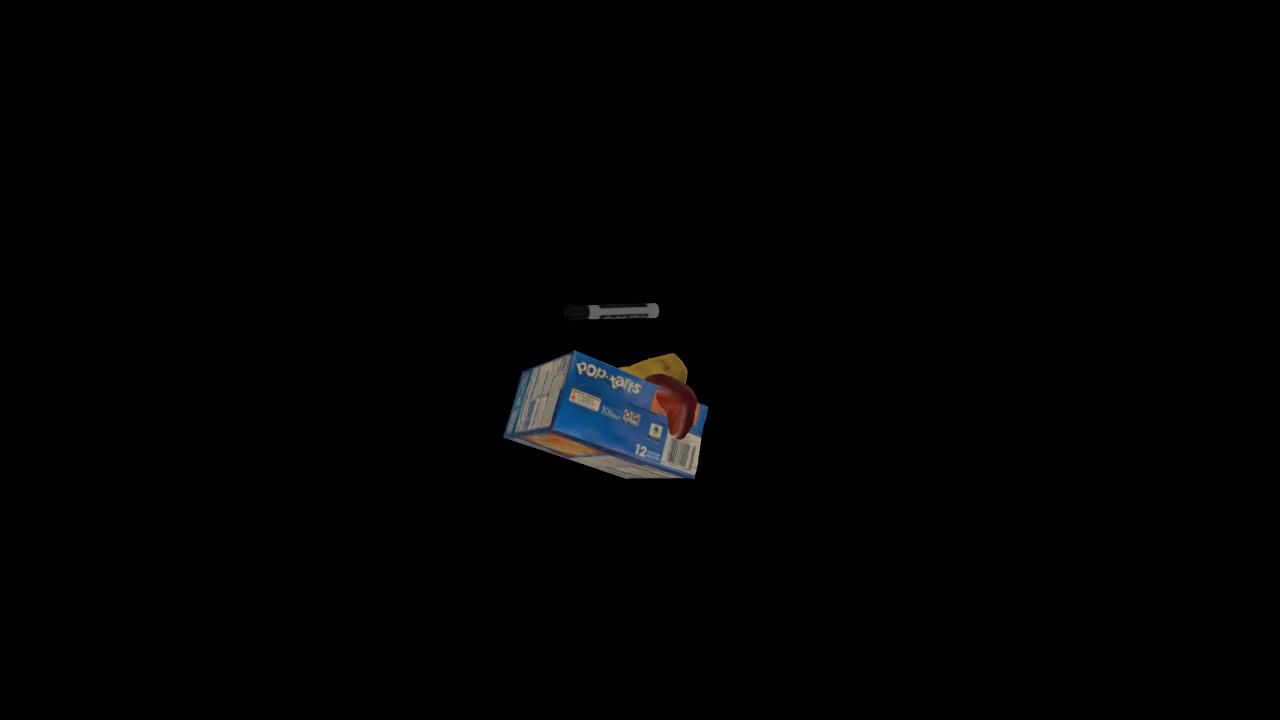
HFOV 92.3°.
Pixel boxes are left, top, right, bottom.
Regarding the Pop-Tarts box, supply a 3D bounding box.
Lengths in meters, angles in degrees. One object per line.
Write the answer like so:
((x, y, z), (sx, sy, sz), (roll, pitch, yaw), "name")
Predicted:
((-0.038, 0.066, 0.661), (0.167, 0.083, 0.141), (24, -21, -25), "Pop-Tarts box")

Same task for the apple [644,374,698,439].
((0.024, 0.054, 0.658), (0.079, 0.079, 0.093), (0, 2, 11), "apple")

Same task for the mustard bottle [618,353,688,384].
((-0.035, 0.047, 0.670), (0.184, 0.054, 0.092), (-15, -26, -39), "mustard bottle")

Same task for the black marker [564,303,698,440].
((-0.034, -0.058, 0.741), (0.121, 0.020, 0.020), (-3, 2, -27), "black marker")
